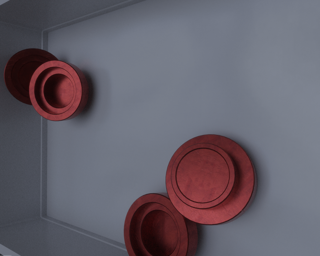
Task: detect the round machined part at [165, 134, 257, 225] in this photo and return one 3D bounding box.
[{"bbox_3d":[0.051,0.053,0.332,0.098,0.042,0.098,-8,70,22],"label":"round machined part"}]

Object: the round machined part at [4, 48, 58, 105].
[{"bbox_3d":[-0.220,-0.090,0.551,0.042,0.099,0.097,-158,74,-68],"label":"round machined part"}]

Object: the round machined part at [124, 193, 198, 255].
[{"bbox_3d":[0.005,0.130,0.386,0.098,0.042,0.098,-7,79,36],"label":"round machined part"}]

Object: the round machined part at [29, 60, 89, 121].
[{"bbox_3d":[-0.162,-0.061,0.515,0.098,0.042,0.097,1,94,16],"label":"round machined part"}]
